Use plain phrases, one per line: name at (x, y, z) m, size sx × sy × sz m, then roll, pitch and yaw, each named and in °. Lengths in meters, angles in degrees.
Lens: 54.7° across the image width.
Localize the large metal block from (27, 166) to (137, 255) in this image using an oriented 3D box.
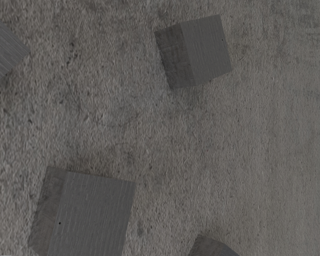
large metal block at (-0.079, 0.088, 0.322) m, size 0.080 × 0.050 × 0.080 m, roll 18°, pitch 79°, yaw -39°

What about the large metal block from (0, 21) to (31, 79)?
large metal block at (-0.169, -0.062, 0.246) m, size 0.080 × 0.050 × 0.080 m, roll 49°, pitch 61°, yaw -29°

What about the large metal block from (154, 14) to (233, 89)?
large metal block at (0.048, -0.105, 0.428) m, size 0.081 × 0.050 × 0.080 m, roll -26°, pitch 107°, yaw -37°

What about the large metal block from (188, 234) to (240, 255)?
large metal block at (0.080, 0.217, 0.456) m, size 0.080 × 0.050 × 0.080 m, roll 45°, pitch 63°, yaw -31°
